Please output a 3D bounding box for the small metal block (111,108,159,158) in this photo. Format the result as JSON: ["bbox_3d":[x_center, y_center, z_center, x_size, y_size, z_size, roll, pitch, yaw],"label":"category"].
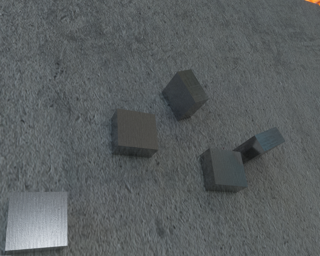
[{"bbox_3d":[-0.032,0.007,0.382,0.050,0.025,0.050,8,58,-24],"label":"small metal block"}]

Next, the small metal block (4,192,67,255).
[{"bbox_3d":[-0.115,0.088,0.288,0.050,0.025,0.050,5,59,-26],"label":"small metal block"}]

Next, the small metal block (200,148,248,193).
[{"bbox_3d":[0.085,0.057,0.414,0.050,0.025,0.050,9,58,-24],"label":"small metal block"}]

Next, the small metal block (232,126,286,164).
[{"bbox_3d":[0.143,0.026,0.448,0.050,0.050,0.025,-17,71,-35],"label":"small metal block"}]

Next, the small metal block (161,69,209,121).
[{"bbox_3d":[0.034,-0.046,0.434,0.025,0.050,0.050,-18,71,-35],"label":"small metal block"}]
